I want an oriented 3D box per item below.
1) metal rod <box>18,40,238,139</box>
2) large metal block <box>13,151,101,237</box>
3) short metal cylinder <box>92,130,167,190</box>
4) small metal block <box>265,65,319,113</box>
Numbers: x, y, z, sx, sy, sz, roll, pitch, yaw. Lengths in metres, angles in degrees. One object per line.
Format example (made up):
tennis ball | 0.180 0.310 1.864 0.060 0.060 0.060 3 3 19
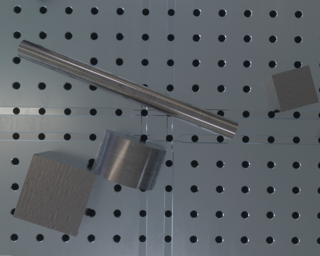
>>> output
metal rod | -0.041 -0.051 0.412 0.301 0.025 0.025 21 90 0
large metal block | -0.127 0.082 0.400 0.080 0.050 0.080 18 90 0
short metal cylinder | -0.037 0.039 0.385 0.080 0.080 0.050 19 90 0
small metal block | 0.176 -0.051 0.414 0.050 0.025 0.050 -15 90 0
